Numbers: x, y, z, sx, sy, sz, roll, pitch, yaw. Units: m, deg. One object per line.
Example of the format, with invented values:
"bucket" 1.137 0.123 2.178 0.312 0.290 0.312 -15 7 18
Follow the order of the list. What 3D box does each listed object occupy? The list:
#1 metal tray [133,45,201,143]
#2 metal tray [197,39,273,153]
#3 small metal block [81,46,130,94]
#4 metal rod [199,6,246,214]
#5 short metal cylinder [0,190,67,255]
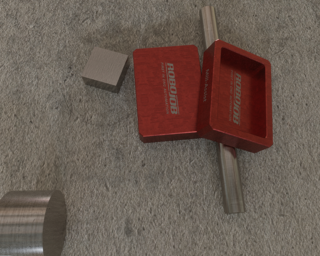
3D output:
"metal tray" 0.013 -0.048 0.423 0.091 0.030 0.129 -5 70 -2
"metal tray" 0.098 -0.041 0.398 0.091 0.030 0.130 17 64 -19
"small metal block" -0.076 -0.082 0.437 0.050 0.025 0.050 16 71 5
"metal rod" 0.081 -0.038 0.423 0.025 0.025 0.299 -3 70 -2
"short metal cylinder" -0.139 0.109 0.338 0.050 0.080 0.080 -1 70 -1
